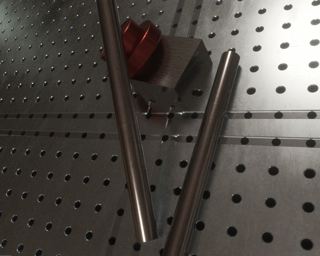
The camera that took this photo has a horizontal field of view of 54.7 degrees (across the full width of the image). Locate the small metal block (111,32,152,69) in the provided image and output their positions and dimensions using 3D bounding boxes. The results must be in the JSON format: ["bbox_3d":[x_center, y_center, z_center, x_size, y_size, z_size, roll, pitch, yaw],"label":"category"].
[{"bbox_3d":[-0.047,-0.126,0.509,0.050,0.025,0.050,-1,61,27],"label":"small metal block"}]

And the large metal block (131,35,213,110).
[{"bbox_3d":[0.015,-0.080,0.433,0.080,0.050,0.080,18,71,34],"label":"large metal block"}]

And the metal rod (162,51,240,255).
[{"bbox_3d":[0.049,0.036,0.359,0.025,0.025,0.300,6,64,30],"label":"metal rod"}]

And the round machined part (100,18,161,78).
[{"bbox_3d":[-0.046,-0.112,0.432,0.098,0.042,0.098,-40,28,27],"label":"round machined part"}]

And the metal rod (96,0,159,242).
[{"bbox_3d":[-0.041,-0.022,0.366,0.025,0.025,0.298,-14,80,20],"label":"metal rod"}]
